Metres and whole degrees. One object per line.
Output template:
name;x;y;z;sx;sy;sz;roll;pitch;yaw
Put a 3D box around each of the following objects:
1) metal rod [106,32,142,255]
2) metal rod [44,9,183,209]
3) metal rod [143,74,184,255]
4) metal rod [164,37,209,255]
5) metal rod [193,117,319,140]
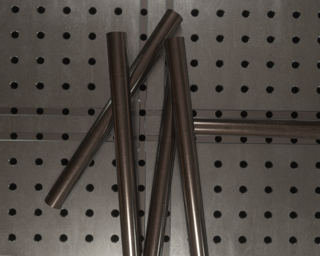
metal rod;-0.045;0.033;0.395;0.025;0.025;0.298;-3;97;-1
metal rod;-0.061;-0.025;0.412;0.025;0.025;0.299;33;90;-1
metal rod;0.004;0.063;0.413;0.025;0.025;0.298;7;90;-1
metal rod;0.036;0.037;0.397;0.025;0.025;0.298;-7;97;0
metal rod;0.192;0.002;0.415;0.302;0.025;0.025;2;90;-1
